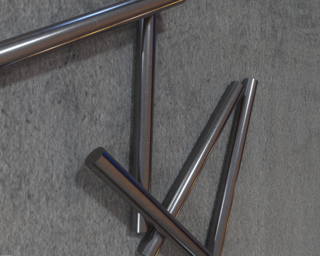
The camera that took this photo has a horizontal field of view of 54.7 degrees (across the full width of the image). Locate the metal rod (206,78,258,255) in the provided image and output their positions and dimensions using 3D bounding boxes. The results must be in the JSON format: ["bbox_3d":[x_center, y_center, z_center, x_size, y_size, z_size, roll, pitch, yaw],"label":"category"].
[{"bbox_3d":[0.119,0.059,0.507,0.025,0.025,0.299,25,74,-38],"label":"metal rod"}]

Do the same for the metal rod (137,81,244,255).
[{"bbox_3d":[0.055,0.047,0.453,0.025,0.025,0.300,48,62,-30],"label":"metal rod"}]

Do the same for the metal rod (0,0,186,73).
[{"bbox_3d":[-0.086,-0.099,0.314,0.302,0.025,0.025,-32,111,-29],"label":"metal rod"}]

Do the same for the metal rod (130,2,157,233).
[{"bbox_3d":[-0.020,-0.023,0.389,0.025,0.025,0.298,3,88,-40],"label":"metal rod"}]

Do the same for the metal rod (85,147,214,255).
[{"bbox_3d":[0.018,0.129,0.387,0.300,0.025,0.025,50,61,-29],"label":"metal rod"}]
